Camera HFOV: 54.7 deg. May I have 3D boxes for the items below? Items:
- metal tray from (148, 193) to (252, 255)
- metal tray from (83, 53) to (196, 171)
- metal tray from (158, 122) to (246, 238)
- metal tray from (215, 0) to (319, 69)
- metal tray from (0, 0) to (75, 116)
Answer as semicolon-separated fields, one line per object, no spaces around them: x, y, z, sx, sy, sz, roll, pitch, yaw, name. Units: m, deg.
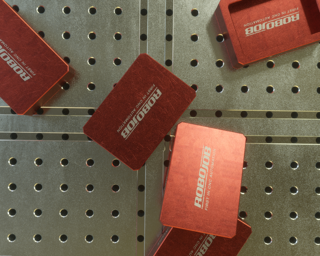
0.048;0.160;0.412;0.090;0.030;0.130;33;90;-1;metal tray
-0.026;-0.021;0.411;0.090;0.030;0.130;38;90;-1;metal tray
0.055;0.064;0.392;0.091;0.030;0.130;11;72;-1;metal tray
0.150;-0.142;0.412;0.131;0.030;0.090;-18;90;-1;metal tray
-0.191;-0.091;0.408;0.090;0.030;0.130;-44;91;0;metal tray
